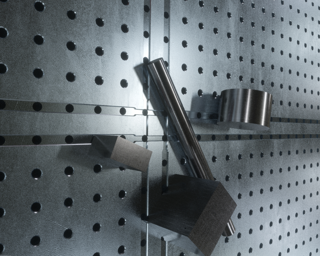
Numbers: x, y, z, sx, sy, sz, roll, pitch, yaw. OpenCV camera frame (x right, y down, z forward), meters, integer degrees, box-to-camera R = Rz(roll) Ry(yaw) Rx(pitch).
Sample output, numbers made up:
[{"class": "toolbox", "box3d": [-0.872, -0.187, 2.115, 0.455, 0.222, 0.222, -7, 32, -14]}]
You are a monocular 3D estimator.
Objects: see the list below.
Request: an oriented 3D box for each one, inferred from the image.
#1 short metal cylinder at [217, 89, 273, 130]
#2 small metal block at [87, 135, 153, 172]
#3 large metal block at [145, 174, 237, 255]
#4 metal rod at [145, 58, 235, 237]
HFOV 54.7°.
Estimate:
[{"class": "short metal cylinder", "box3d": [0.133, -0.027, 0.488, 0.081, 0.080, 0.050, 13, 82, -40]}, {"class": "small metal block", "box3d": [-0.046, 0.029, 0.356, 0.050, 0.050, 0.025, 28, 73, -37]}, {"class": "large metal block", "box3d": [0.041, 0.112, 0.410, 0.080, 0.080, 0.050, -52, 121, -27]}, {"class": "metal rod", "box3d": [0.051, 0.040, 0.454, 0.025, 0.025, 0.299, -39, 114, -33]}]
